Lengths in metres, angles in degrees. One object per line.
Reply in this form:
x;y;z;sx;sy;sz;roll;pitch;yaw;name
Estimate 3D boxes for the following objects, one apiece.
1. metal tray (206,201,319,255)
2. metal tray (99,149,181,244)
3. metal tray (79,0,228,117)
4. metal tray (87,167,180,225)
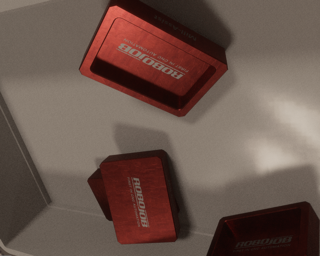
0.126;0.144;0.388;0.130;0.090;0.030;-25;105;36;metal tray
-0.027;0.101;0.446;0.090;0.030;0.129;-8;102;14;metal tray
-0.007;-0.070;0.327;0.131;0.030;0.089;23;134;-20;metal tray
-0.043;0.107;0.493;0.130;0.030;0.090;-7;115;30;metal tray
